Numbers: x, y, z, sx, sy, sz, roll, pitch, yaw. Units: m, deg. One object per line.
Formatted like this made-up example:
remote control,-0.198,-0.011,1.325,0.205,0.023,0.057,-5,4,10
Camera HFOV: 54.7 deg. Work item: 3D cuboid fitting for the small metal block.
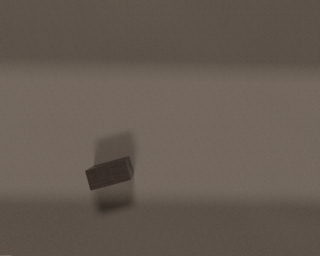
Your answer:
small metal block,-0.063,0.057,0.398,0.050,0.050,0.025,-15,90,0
